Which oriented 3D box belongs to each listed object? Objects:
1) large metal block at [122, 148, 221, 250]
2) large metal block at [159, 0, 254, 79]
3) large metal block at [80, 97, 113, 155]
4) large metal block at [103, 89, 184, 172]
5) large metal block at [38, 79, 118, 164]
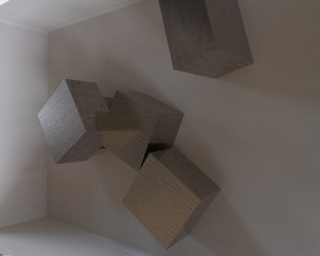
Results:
[{"bbox_3d":[0.012,0.082,0.376,0.080,0.050,0.080,41,115,26],"label":"large metal block"},{"bbox_3d":[0.050,-0.103,0.330,0.050,0.081,0.080,-19,78,38],"label":"large metal block"},{"bbox_3d":[-0.113,0.000,0.484,0.080,0.050,0.080,-17,79,39],"label":"large metal block"},{"bbox_3d":[-0.025,0.002,0.412,0.080,0.050,0.079,30,109,36],"label":"large metal block"},{"bbox_3d":[-0.113,-0.008,0.419,0.080,0.050,0.080,-41,65,32],"label":"large metal block"}]
